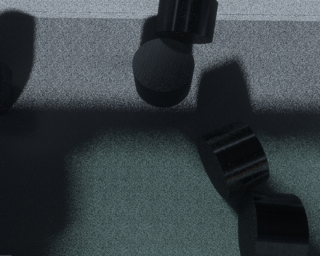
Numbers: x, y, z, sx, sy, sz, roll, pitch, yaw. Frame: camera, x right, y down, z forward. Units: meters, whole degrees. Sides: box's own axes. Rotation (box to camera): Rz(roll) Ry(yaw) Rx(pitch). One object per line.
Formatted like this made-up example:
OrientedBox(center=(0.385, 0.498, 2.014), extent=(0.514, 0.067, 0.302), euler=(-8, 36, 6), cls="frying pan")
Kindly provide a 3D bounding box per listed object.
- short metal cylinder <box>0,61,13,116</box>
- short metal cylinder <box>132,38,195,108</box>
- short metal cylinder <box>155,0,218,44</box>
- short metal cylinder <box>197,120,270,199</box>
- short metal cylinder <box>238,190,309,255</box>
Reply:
OrientedBox(center=(-0.235, -0.052, 0.398), extent=(0.081, 0.080, 0.050), euler=(-6, 70, -2), cls="short metal cylinder")
OrientedBox(center=(0.005, -0.074, 0.423), extent=(0.081, 0.050, 0.080), euler=(0, 70, 0), cls="short metal cylinder")
OrientedBox(center=(0.036, -0.150, 0.428), extent=(0.080, 0.080, 0.050), euler=(8, 96, 3), cls="short metal cylinder")
OrientedBox(center=(0.084, 0.037, 0.367), extent=(0.050, 0.080, 0.080), euler=(-22, 72, -8), cls="short metal cylinder")
OrientedBox(center=(0.120, 0.111, 0.340), extent=(0.050, 0.080, 0.080), euler=(5, 70, 2), cls="short metal cylinder")
